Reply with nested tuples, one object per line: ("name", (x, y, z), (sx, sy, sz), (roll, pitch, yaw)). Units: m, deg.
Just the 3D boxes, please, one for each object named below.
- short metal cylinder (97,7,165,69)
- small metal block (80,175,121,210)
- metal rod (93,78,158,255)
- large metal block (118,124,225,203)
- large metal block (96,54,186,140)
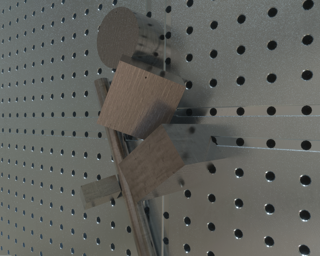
("short metal cylinder", (-0.041, -0.118, 0.425), (0.080, 0.050, 0.079), (0, 90, 39))
("small metal block", (-0.088, 0.094, 0.451), (0.025, 0.050, 0.050), (66, 156, 18))
("metal rod", (-0.049, 0.067, 0.447), (0.025, 0.025, 0.299), (-27, 73, 36))
("large metal block", (0.014, 0.039, 0.361), (0.080, 0.081, 0.050), (-43, 64, 31))
("large metal block", (-0.024, -0.035, 0.383), (0.050, 0.080, 0.079), (-98, 30, -68))
